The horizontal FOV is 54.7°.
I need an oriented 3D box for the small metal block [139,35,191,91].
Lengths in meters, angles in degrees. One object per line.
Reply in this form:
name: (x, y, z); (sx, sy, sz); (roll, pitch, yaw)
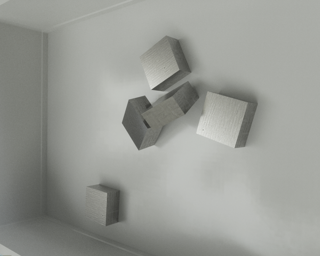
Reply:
small metal block: (0.006, -0.082, 0.402); (0.050, 0.025, 0.050); (-30, 71, 36)

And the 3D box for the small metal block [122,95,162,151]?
small metal block: (-0.024, -0.006, 0.415); (0.050, 0.025, 0.050); (56, 146, 25)

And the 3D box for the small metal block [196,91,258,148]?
small metal block: (0.074, -0.010, 0.346); (0.050, 0.025, 0.050); (22, 104, 37)

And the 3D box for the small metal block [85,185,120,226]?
small metal block: (-0.090, 0.119, 0.481); (0.050, 0.025, 0.050); (6, 94, 40)

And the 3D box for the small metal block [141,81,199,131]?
small metal block: (0.013, -0.027, 0.376); (0.050, 0.050, 0.025); (-27, 102, 36)
